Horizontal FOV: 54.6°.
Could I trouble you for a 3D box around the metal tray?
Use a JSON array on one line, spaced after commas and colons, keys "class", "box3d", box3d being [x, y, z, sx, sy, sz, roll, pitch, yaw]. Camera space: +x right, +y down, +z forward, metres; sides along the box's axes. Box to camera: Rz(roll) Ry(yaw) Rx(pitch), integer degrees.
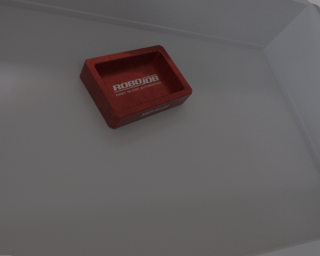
[{"class": "metal tray", "box3d": [-0.029, -0.061, 0.422, 0.131, 0.030, 0.090, -22, 74, -36]}]
